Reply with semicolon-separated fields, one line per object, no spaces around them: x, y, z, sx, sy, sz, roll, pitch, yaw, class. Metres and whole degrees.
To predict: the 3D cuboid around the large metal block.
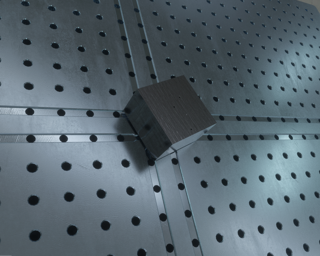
0.013;-0.015;0.406;0.081;0.050;0.080;-23;74;-37;large metal block
